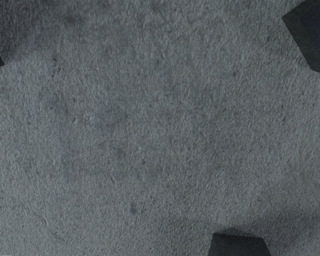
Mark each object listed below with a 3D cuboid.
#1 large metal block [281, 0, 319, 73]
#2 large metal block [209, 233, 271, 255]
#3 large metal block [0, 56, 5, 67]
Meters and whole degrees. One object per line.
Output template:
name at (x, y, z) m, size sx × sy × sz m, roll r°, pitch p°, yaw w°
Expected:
large metal block at (0.204, -0.118, 0.356) m, size 0.080 × 0.050 × 0.080 m, roll -35°, pitch 107°, yaw 11°
large metal block at (0.119, 0.216, 0.478) m, size 0.081 × 0.050 × 0.079 m, roll 6°, pitch 110°, yaw -3°
large metal block at (-0.246, -0.095, 0.358) m, size 0.080 × 0.050 × 0.080 m, roll -16°, pitch 110°, yaw 5°
